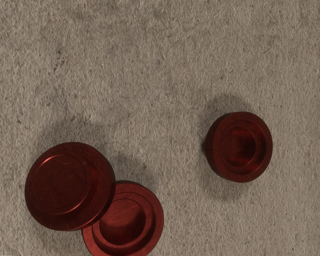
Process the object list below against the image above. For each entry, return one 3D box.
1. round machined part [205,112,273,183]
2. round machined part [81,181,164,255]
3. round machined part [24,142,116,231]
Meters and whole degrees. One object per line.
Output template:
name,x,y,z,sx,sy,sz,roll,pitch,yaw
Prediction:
round machined part,0.107,0.026,0.441,0.099,0.042,0.097,0,90,-21
round machined part,-0.048,0.113,0.383,0.099,0.042,0.097,0,90,-21
round machined part,-0.101,0.061,0.339,0.099,0.042,0.098,-2,70,6
